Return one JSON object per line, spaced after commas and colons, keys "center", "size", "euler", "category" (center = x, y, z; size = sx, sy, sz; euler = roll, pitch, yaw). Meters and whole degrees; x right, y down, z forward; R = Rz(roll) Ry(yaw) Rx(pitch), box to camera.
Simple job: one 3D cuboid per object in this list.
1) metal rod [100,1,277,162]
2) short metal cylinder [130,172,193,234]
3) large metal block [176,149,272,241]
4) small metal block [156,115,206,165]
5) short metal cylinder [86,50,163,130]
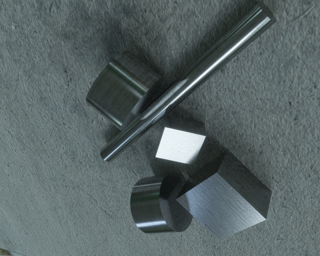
{"center": [0.010, -0.034, 0.380], "size": [0.025, 0.025, 0.299], "euler": [47, 129, -5], "category": "metal rod"}
{"center": [0.004, 0.105, 0.434], "size": [0.050, 0.080, 0.080], "euler": [-17, 109, 35], "category": "short metal cylinder"}
{"center": [0.082, 0.088, 0.402], "size": [0.080, 0.050, 0.080], "euler": [44, 129, -3], "category": "large metal block"}
{"center": [0.025, 0.016, 0.392], "size": [0.050, 0.025, 0.050], "euler": [13, 127, -6], "category": "small metal block"}
{"center": [-0.041, -0.044, 0.366], "size": [0.050, 0.080, 0.080], "euler": [39, 129, 2], "category": "short metal cylinder"}
